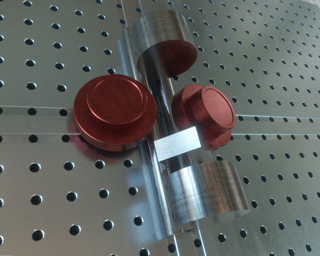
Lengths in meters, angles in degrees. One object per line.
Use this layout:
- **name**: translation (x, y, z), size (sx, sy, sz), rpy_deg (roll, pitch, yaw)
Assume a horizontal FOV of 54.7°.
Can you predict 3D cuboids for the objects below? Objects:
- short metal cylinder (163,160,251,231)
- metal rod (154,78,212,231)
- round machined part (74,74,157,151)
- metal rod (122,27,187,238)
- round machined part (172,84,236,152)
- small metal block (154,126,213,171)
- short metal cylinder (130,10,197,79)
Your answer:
- **short metal cylinder**: translation (0.048, 0.073, 0.326), size (0.081, 0.080, 0.050), rpy_deg (1, 62, -28)
- **metal rod**: translation (0.017, -0.015, 0.425), size (0.025, 0.025, 0.299), rpy_deg (1, 61, -28)
- **round machined part**: translation (-0.052, -0.025, 0.369), size (0.099, 0.042, 0.098), rpy_deg (5, 61, -10)
- **metal rod**: translation (-0.014, -0.013, 0.407), size (0.025, 0.025, 0.299), rpy_deg (1, 61, -28)
- **round machined part**: translation (0.066, -0.020, 0.428), size (0.099, 0.042, 0.098), rpy_deg (26, 47, -31)
- **small metal block**: translation (0.028, 0.026, 0.361), size (0.050, 0.050, 0.025), rpy_deg (41, 32, -60)
- **short metal cylinder**: translation (0.004, -0.109, 0.413), size (0.081, 0.080, 0.050), rpy_deg (1, 62, -28)
